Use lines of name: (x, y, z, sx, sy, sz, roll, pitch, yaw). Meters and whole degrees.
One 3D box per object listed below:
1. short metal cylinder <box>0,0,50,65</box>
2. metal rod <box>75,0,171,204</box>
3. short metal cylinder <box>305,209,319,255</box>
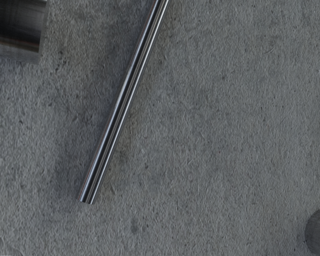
short metal cylinder: (-0.148, -0.111, 0.325, 0.050, 0.080, 0.080, 10, 87, -20)
metal rod: (-0.040, -0.051, 0.394, 0.025, 0.025, 0.299, 22, 83, -19)
short metal cylinder: (0.286, 0.176, 0.502, 0.081, 0.050, 0.080, 0, 90, -20)
